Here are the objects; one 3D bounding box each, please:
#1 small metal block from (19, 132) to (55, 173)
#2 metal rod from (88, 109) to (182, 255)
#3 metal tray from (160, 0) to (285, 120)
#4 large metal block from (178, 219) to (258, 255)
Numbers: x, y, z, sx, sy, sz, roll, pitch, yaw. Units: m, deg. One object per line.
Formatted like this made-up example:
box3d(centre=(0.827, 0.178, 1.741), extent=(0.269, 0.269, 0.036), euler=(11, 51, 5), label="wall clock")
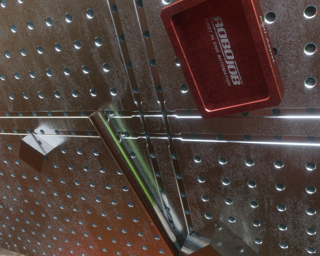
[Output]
box3d(centre=(-0.220, 0.044, 0.552), extent=(0.050, 0.025, 0.050), euler=(33, 129, 6), label="small metal block")
box3d(centre=(-0.025, 0.104, 0.487), extent=(0.025, 0.025, 0.299), euler=(-16, 110, 34), label="metal rod")
box3d(centre=(0.066, -0.078, 0.323), extent=(0.090, 0.030, 0.129), euler=(-12, 113, 32), label="metal tray")
box3d(centre=(0.086, 0.197, 0.471), extent=(0.080, 0.050, 0.080), euler=(43, 129, -2), label="large metal block")
